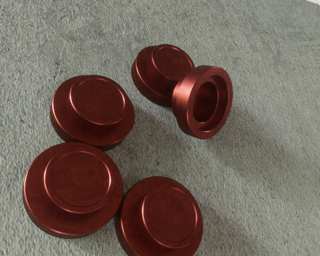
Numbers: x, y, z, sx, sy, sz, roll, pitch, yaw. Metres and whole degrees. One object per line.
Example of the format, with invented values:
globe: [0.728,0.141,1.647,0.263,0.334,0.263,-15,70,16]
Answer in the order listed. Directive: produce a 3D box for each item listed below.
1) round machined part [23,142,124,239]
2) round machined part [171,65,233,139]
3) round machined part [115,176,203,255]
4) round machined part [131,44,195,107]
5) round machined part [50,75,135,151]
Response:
round machined part: [-0.084,0.057,0.313,0.099,0.042,0.098,14,56,-21]
round machined part: [0.054,-0.037,0.422,0.099,0.097,0.042,-27,32,-37]
round machined part: [0.005,0.098,0.336,0.099,0.042,0.098,14,56,-21]
round machined part: [0.012,-0.082,0.449,0.099,0.042,0.098,14,56,-21]
round machined part: [-0.076,-0.024,0.367,0.099,0.042,0.098,14,56,-21]
